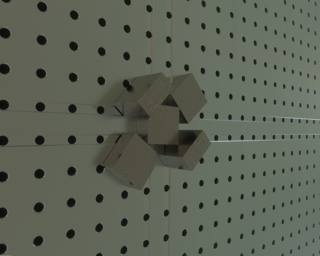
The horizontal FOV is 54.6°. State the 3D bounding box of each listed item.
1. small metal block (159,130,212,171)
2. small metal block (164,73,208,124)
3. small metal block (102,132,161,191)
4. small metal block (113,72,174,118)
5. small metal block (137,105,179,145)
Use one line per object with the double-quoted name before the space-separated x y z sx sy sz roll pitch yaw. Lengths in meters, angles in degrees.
"small metal block" 0.033 0.029 0.419 0.050 0.050 0.025 -50 119 -28
"small metal block" 0.034 -0.041 0.436 0.050 0.025 0.050 -47 118 -29
"small metal block" -0.034 0.040 0.379 0.050 0.025 0.050 46 62 -31
"small metal block" -0.020 -0.039 0.374 0.025 0.050 0.050 52 60 -28
"small metal block" -0.002 -0.004 0.405 0.050 0.025 0.050 4 86 -39
